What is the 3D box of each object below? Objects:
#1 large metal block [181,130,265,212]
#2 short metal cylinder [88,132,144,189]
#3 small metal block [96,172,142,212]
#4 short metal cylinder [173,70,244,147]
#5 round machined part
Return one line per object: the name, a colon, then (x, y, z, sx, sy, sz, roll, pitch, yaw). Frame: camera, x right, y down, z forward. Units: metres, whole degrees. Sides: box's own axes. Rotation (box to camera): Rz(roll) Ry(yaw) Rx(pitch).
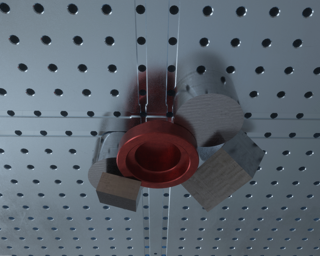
large metal block: (0.085, 0.053, 0.413, 0.050, 0.080, 0.080, 46, 122, 7)
short metal cylinder: (-0.057, 0.052, 0.438, 0.081, 0.050, 0.079, 0, 130, 0)
small metal block: (-0.052, 0.083, 0.400, 0.050, 0.025, 0.050, 14, 149, 4)
short metal cylinder: (0.056, -0.023, 0.376, 0.081, 0.050, 0.079, 0, 130, 0)
round machined part: (-0.002, 0.028, 0.386, 0.099, 0.042, 0.097, 0, 130, 0)
